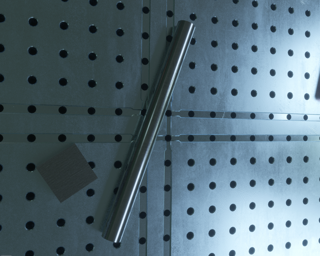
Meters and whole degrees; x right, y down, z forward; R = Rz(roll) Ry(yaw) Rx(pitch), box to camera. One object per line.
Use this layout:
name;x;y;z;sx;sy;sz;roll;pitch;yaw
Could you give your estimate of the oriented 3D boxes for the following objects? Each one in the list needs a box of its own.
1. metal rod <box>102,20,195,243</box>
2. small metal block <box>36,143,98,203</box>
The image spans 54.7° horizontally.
metal rod;-0.013;-0.001;0.407;0.025;0.025;0.299;22;83;-19
small metal block;-0.111;0.052;0.372;0.050;0.025;0.050;-34;101;-17
